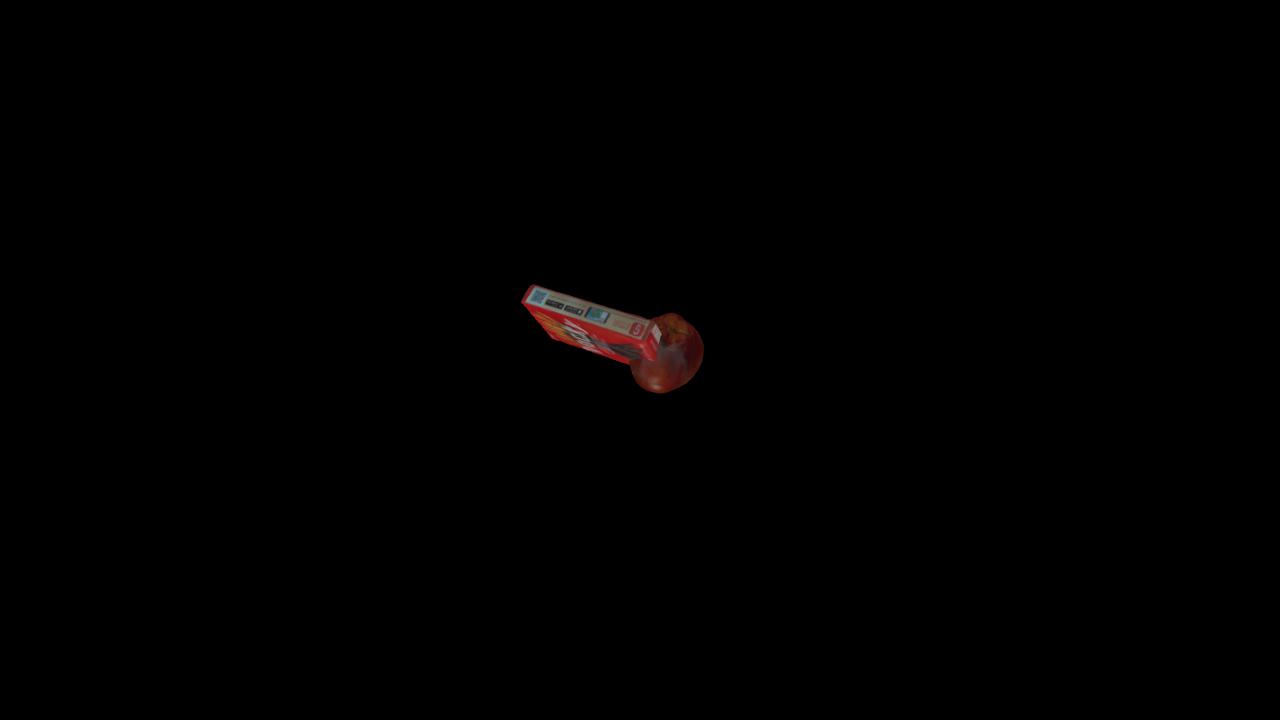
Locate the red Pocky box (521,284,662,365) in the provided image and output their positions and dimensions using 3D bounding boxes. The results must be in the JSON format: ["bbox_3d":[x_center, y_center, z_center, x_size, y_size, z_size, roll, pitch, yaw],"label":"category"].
[{"bbox_3d":[-0.043,-0.030,0.643,0.155,0.028,0.083,19,-18,26],"label":"red Pocky box"}]

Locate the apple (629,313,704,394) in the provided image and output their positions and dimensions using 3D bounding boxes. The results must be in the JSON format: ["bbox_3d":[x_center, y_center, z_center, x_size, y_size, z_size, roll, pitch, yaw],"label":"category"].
[{"bbox_3d":[0.027,-0.006,0.642,0.079,0.079,0.093,0,-37,-10],"label":"apple"}]
